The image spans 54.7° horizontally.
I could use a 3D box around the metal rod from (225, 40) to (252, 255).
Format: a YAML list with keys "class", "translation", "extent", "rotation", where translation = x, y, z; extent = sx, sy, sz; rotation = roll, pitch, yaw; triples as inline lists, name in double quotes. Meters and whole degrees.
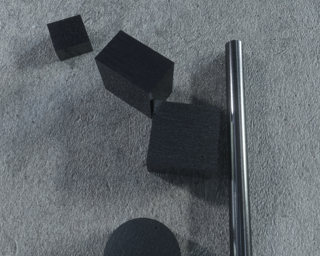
- class: "metal rod"
  translation: [0.100, 0.019, 0.401]
  extent: [0.025, 0.025, 0.299]
  rotation: [3, 70, 1]

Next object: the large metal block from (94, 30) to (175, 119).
- class: "large metal block"
  translation: [-0.030, -0.066, 0.403]
  extent: [0.080, 0.080, 0.050]
  rotation: [34, 74, 11]

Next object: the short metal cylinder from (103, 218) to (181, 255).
- class: "short metal cylinder"
  translation: [-0.018, 0.142, 0.343]
  extent: [0.081, 0.050, 0.080]
  rotation: [0, 70, 0]

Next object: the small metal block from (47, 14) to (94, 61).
- class: "small metal block"
  translation: [-0.132, -0.133, 0.456]
  extent: [0.050, 0.025, 0.050]
  rotation: [-20, 71, -7]

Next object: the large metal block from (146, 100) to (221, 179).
- class: "large metal block"
  translation: [0.029, 0.016, 0.389]
  extent: [0.080, 0.050, 0.080]
  rotation: [7, 70, 2]
